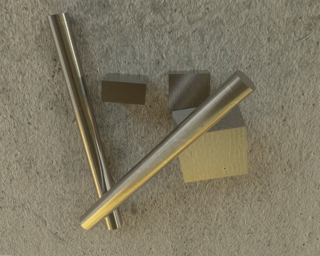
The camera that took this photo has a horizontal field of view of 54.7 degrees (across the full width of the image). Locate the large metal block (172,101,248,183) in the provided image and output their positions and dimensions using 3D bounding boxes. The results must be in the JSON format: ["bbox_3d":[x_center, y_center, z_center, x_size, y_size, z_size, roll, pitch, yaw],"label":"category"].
[{"bbox_3d":[0.063,0.018,0.390,0.080,0.050,0.080,-9,129,6],"label":"large metal block"}]

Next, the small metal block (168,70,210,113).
[{"bbox_3d":[0.036,-0.046,0.393,0.050,0.025,0.050,-1,110,0],"label":"small metal block"}]

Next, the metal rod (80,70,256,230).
[{"bbox_3d":[-0.012,0.045,0.362,0.025,0.025,0.299,37,123,-13],"label":"metal rod"}]

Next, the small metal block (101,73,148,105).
[{"bbox_3d":[-0.042,-0.049,0.378,0.050,0.050,0.025,4,110,-2],"label":"small metal block"}]

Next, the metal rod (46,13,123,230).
[{"bbox_3d":[-0.094,0.006,0.410,0.025,0.025,0.298,-10,110,3],"label":"metal rod"}]
